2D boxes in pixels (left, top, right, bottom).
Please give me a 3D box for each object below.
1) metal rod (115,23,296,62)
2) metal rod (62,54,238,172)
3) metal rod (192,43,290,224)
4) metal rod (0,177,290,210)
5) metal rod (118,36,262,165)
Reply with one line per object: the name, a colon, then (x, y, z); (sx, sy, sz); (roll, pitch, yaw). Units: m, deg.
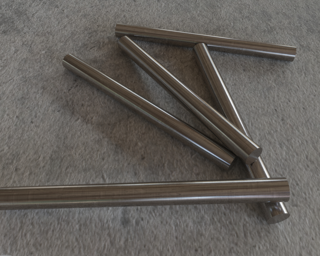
metal rod: (0.072, -0.147, 0.527); (0.302, 0.025, 0.025); (10, 51, 8)
metal rod: (-0.028, -0.032, 0.429); (0.300, 0.025, 0.025); (33, 57, 24)
metal rod: (0.095, -0.018, 0.419); (0.025, 0.025, 0.300); (-8, 51, -7)
metal rod: (-0.022, 0.070, 0.326); (0.302, 0.025, 0.025); (-3, 50, 4)
metal rod: (0.022, -0.056, 0.434); (0.025, 0.025, 0.300); (-27, 50, -21)
